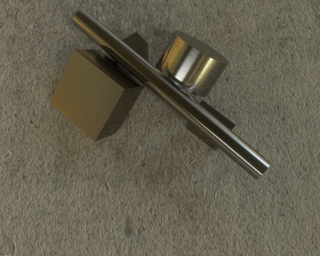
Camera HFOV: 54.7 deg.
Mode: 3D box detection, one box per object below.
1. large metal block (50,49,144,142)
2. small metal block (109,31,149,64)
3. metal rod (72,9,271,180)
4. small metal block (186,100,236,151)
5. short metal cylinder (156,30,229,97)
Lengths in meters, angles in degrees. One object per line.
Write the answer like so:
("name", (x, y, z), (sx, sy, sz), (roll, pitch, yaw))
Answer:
("large metal block", (-0.080, -0.043, 0.392), (0.080, 0.050, 0.080), (39, 115, 12))
("small metal block", (-0.044, -0.098, 0.432), (0.050, 0.050, 0.025), (-37, 75, -13))
("metal rod", (0.004, -0.049, 0.374), (0.300, 0.025, 0.025), (41, 75, 13))
("small metal block", (0.063, -0.002, 0.394), (0.050, 0.050, 0.025), (39, 75, 12))
("short metal cylinder", (0.042, -0.084, 0.405), (0.080, 0.080, 0.050), (37, 115, 12))
